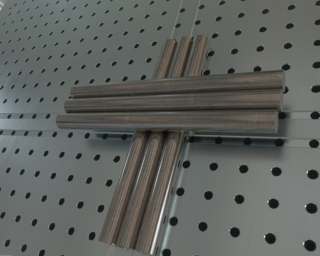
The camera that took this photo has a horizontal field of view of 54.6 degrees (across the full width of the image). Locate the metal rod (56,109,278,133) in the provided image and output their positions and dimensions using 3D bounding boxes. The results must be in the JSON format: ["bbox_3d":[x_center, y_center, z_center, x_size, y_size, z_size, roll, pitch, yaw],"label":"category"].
[{"bbox_3d":[-0.013,-0.009,0.389,0.300,0.025,0.025,1,62,28],"label":"metal rod"}]

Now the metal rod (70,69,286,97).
[{"bbox_3d":[0.003,-0.053,0.408,0.300,0.025,0.025,1,62,28],"label":"metal rod"}]

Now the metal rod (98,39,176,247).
[{"bbox_3d":[-0.021,0.002,0.419,0.025,0.025,0.300,2,62,29],"label":"metal rod"}]

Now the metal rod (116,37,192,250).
[{"bbox_3d":[0.001,0.002,0.407,0.025,0.025,0.300,2,62,29],"label":"metal rod"}]

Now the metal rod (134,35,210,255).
[{"bbox_3d":[0.023,0.003,0.395,0.025,0.025,0.300,2,62,29],"label":"metal rod"}]

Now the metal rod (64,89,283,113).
[{"bbox_3d":[-0.004,-0.031,0.398,0.300,0.025,0.025,1,62,28],"label":"metal rod"}]
